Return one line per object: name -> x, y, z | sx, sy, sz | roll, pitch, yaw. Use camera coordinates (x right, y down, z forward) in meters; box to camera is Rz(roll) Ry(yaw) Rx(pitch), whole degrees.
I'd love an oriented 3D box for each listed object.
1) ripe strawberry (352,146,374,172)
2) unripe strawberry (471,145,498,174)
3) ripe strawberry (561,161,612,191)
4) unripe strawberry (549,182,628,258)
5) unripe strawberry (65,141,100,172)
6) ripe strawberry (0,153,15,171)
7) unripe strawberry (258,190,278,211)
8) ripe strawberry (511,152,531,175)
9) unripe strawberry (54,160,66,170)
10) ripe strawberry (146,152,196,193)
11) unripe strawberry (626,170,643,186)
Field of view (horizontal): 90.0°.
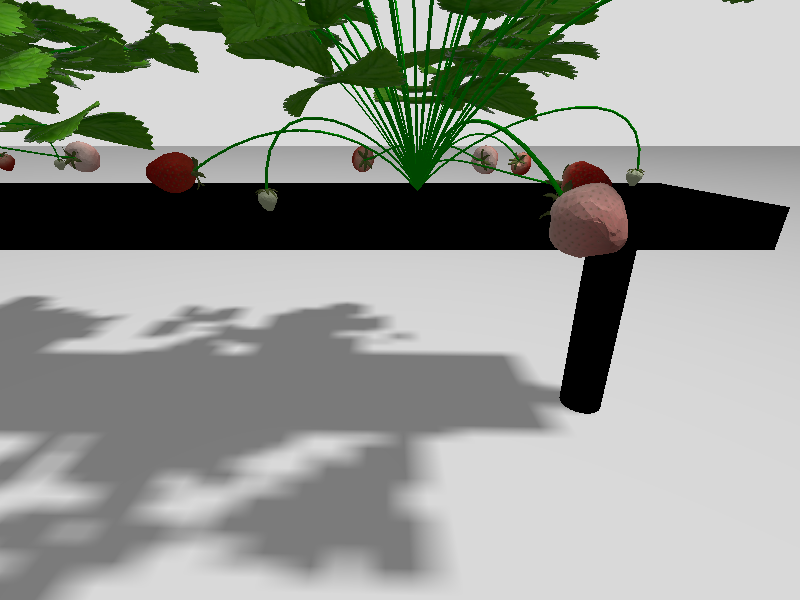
ripe strawberry -> -0.047, -0.176, 0.498 | 0.027, 0.031, 0.030 | -8, 23, -18
unripe strawberry -> 0.105, -0.172, 0.491 | 0.032, 0.033, 0.034 | 12, 25, 26
ripe strawberry -> 0.111, -0.068, 0.239 | 0.025, 0.029, 0.027 | -20, 30, -39
unripe strawberry -> 0.070, -0.028, 0.147 | 0.027, 0.028, 0.029 | -6, 35, -14
unripe strawberry -> -0.410, -0.186, 0.522 | 0.036, 0.038, 0.038 | 3, 22, 7
ripe strawberry -> -0.515, -0.179, 0.523 | 0.021, 0.022, 0.023 | -9, -27, -20
unripe strawberry -> -0.073, -0.054, 0.220 | 0.010, 0.011, 0.011 | 15, 27, 32
ripe strawberry -> 0.137, -0.151, 0.447 | 0.022, 0.025, 0.023 | 21, 3, 41
unripe strawberry -> -0.402, -0.159, 0.473 | 0.011, 0.011, 0.011 | 5, 23, 12
ripe strawberry -> -0.176, -0.098, 0.310 | 0.035, 0.030, 0.035 | -4, 23, -7
unripe strawberry -> 0.174, -0.091, 0.299 | 0.011, 0.012, 0.011 | 5, 23, 13
